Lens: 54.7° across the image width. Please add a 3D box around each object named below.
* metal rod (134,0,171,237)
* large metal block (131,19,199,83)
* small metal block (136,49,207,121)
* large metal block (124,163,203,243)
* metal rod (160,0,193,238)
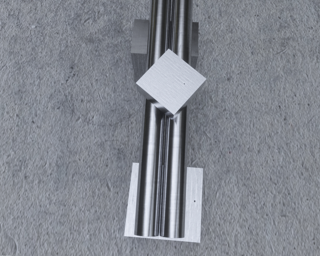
[{"bbox_3d":[-0.005,-0.037,0.346,0.025,0.025,0.299,3,77,1],"label":"metal rod"},{"bbox_3d":[0.007,-0.098,0.416,0.080,0.080,0.050,3,70,1],"label":"large metal block"},{"bbox_3d":[0.011,-0.045,0.322,0.050,0.025,0.050,41,80,7],"label":"small metal block"},{"bbox_3d":[0.006,0.088,0.363,0.080,0.050,0.080,5,70,1],"label":"large metal block"},{"bbox_3d":[0.021,-0.036,0.345,0.025,0.025,0.299,3,77,1],"label":"metal rod"}]
